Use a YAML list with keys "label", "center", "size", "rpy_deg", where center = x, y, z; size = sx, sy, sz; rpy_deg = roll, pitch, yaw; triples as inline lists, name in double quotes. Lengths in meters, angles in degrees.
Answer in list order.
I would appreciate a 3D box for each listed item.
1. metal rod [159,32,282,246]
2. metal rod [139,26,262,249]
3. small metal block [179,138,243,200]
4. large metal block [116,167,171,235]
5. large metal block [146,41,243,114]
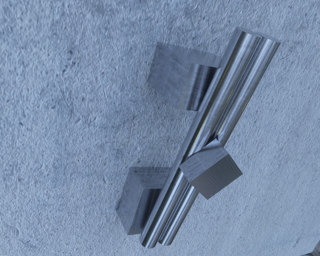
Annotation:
- label: "metal rod"
  center: [0.055, 0.035, 0.365]
  size: [0.025, 0.025, 0.298]
  rpy_deg: [3, 124, -30]
- label: "metal rod"
  center: [0.032, 0.034, 0.352]
  size: [0.025, 0.025, 0.298]
  rpy_deg: [3, 124, -30]
- label: "small metal block"
  center: [0.057, 0.047, 0.342]
  size: [0.050, 0.025, 0.050]
  rpy_deg: [-38, 135, 4]
- label: "large metal block"
  center: [-0.009, 0.104, 0.451]
  size: [0.081, 0.050, 0.079]
  rpy_deg: [5, 116, -31]
- label: "large metal block"
  center: [0.042, -0.058, 0.360]
  size: [0.081, 0.080, 0.050]
  rpy_deg: [3, 117, -30]
